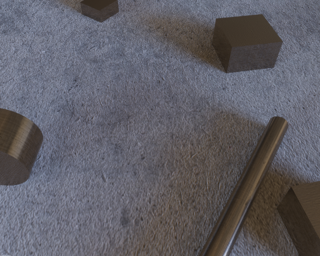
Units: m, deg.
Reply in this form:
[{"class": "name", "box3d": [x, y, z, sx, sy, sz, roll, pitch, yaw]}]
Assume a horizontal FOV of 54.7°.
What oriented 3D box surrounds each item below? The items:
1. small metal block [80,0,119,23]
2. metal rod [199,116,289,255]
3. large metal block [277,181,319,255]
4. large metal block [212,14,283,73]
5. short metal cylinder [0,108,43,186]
[{"class": "small metal block", "box3d": [-0.116, -0.233, 0.598, 0.050, 0.025, 0.050, 30, 56, 22]}, {"class": "metal rod", "box3d": [0.078, 0.092, 0.326, 0.025, 0.025, 0.301, 26, 54, 19]}, {"class": "large metal block", "box3d": [0.178, 0.098, 0.307, 0.081, 0.050, 0.080, -9, 51, -8]}, {"class": "large metal block", "box3d": [0.139, -0.139, 0.506, 0.081, 0.050, 0.080, -8, 51, -7]}, {"class": "short metal cylinder", "box3d": [-0.180, 0.023, 0.346, 0.080, 0.080, 0.050, 3, 50, 2]}]
